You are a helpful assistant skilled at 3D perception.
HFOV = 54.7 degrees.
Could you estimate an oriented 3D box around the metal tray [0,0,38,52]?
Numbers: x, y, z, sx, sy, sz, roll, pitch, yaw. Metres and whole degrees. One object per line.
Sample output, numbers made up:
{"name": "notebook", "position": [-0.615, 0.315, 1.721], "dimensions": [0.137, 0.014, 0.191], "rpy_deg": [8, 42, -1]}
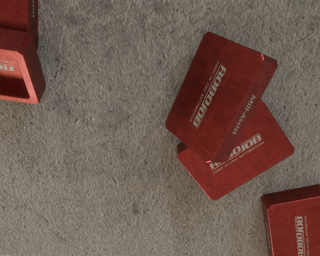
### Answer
{"name": "metal tray", "position": [-0.188, -0.155, 0.348], "dimensions": [0.091, 0.030, 0.129], "rpy_deg": [7, 110, -3]}

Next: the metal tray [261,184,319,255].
{"name": "metal tray", "position": [0.208, 0.154, 0.466], "dimensions": [0.090, 0.030, 0.129], "rpy_deg": [-12, 110, 4]}

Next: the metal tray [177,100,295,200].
{"name": "metal tray", "position": [0.099, 0.029, 0.419], "dimensions": [0.130, 0.030, 0.090], "rpy_deg": [-35, 107, 11]}

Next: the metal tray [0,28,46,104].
{"name": "metal tray", "position": [-0.207, -0.074, 0.352], "dimensions": [0.131, 0.030, 0.090], "rpy_deg": [8, 146, -3]}

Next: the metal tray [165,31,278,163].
{"name": "metal tray", "position": [0.065, -0.036, 0.362], "dimensions": [0.030, 0.090, 0.129], "rpy_deg": [6, 115, -42]}
